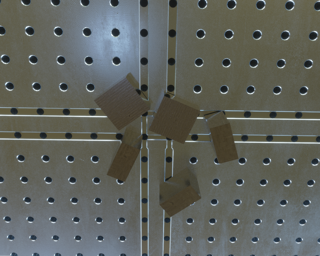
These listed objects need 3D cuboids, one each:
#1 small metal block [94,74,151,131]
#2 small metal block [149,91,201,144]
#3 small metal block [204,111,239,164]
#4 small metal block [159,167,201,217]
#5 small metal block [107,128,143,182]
[{"bbox_3d":[-0.047,-0.033,0.401,0.050,0.025,0.050,-34,107,11],"label":"small metal block"},{"bbox_3d":[0.018,-0.014,0.408,0.050,0.025,0.050,22,109,-8],"label":"small metal block"},{"bbox_3d":[0.079,0.011,0.405,0.025,0.050,0.050,-16,109,6],"label":"small metal block"},{"bbox_3d":[0.027,0.088,0.433,0.050,0.050,0.025,-35,107,12],"label":"small metal block"},{"bbox_3d":[-0.046,0.035,0.412,0.025,0.050,0.050,24,108,-9],"label":"small metal block"}]
